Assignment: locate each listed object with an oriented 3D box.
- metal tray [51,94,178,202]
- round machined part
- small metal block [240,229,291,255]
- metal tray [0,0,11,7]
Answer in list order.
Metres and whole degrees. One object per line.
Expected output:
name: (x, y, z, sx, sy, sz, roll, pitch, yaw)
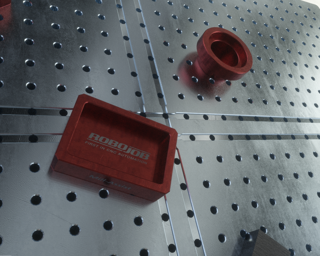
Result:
metal tray: (-0.047, 0.023, 0.364, 0.131, 0.030, 0.090, 21, 54, -16)
round machined part: (0.104, -0.120, 0.526, 0.099, 0.042, 0.098, 14, 56, -21)
small metal block: (0.127, 0.161, 0.378, 0.050, 0.025, 0.050, 37, 51, -4)
metal tray: (-0.260, -0.171, 0.368, 0.090, 0.030, 0.131, 42, 51, 0)
